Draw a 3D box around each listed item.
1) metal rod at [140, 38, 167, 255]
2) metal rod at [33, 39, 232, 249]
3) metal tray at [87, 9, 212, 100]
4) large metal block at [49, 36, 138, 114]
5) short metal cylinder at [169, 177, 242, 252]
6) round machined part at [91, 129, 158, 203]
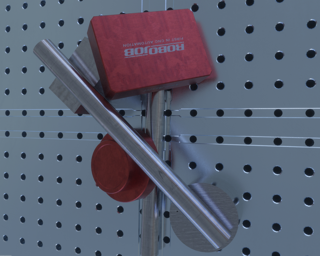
[{"bbox_3d":[-0.008,0.020,0.414,0.025,0.025,0.298,3,91,19],"label":"metal rod"},{"bbox_3d":[-0.035,0.013,0.349,0.300,0.025,0.025,46,104,5],"label":"metal rod"},{"bbox_3d":[-0.011,-0.090,0.371,0.131,0.030,0.090,-14,83,-23],"label":"metal tray"},{"bbox_3d":[-0.084,-0.064,0.413,0.050,0.080,0.080,43,103,14],"label":"large metal block"},{"bbox_3d":[0.058,0.103,0.379,0.080,0.050,0.079,0,90,19],"label":"short metal cylinder"},{"bbox_3d":[-0.052,0.049,0.404,0.098,0.042,0.097,0,90,37],"label":"round machined part"}]
